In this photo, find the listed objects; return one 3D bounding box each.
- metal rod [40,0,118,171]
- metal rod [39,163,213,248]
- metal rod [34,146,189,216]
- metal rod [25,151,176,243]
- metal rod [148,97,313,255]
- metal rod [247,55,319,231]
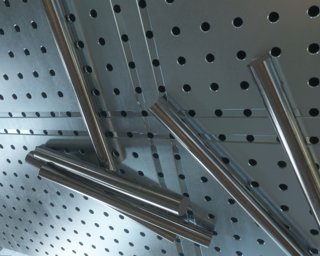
[{"bbox_3d":[-0.112,-0.064,0.431,0.025,0.025,0.298,0,119,28],"label":"metal rod"},{"bbox_3d":[-0.061,0.123,0.505,0.301,0.025,0.025,20,126,11],"label":"metal rod"},{"bbox_3d":[-0.092,0.071,0.469,0.300,0.025,0.025,13,124,34],"label":"metal rod"},{"bbox_3d":[-0.106,0.115,0.539,0.301,0.025,0.025,25,127,12],"label":"metal rod"},{"bbox_3d":[0.097,0.076,0.407,0.300,0.025,0.025,46,129,-5],"label":"metal rod"},{"bbox_3d":[0.171,0.057,0.356,0.025,0.025,0.299,-18,109,35],"label":"metal rod"}]
